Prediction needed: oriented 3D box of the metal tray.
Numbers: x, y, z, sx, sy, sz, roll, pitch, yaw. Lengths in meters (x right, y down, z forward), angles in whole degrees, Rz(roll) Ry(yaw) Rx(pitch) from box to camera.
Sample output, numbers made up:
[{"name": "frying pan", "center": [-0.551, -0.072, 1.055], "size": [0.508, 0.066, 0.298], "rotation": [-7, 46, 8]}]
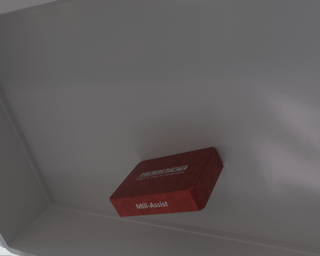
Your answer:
[{"name": "metal tray", "center": [0.008, 0.071, 0.406], "size": [0.130, 0.090, 0.030], "rotation": [-15, 110, 34]}]
